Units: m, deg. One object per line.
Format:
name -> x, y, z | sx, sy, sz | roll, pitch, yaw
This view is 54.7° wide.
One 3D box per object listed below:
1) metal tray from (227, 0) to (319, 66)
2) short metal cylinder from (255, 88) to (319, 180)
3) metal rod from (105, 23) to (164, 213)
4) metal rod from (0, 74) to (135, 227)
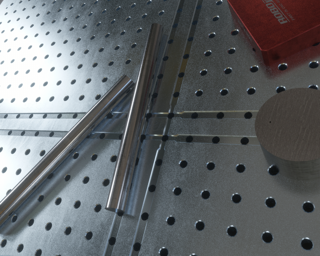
metal tray -> 0.156, -0.154, 0.417 | 0.090, 0.030, 0.130 | -25, 53, 12
short metal cylinder -> 0.142, 0.006, 0.314 | 0.080, 0.050, 0.080 | -13, 56, 20
metal rod -> -0.030, -0.032, 0.442 | 0.025, 0.025, 0.299 | -4, 60, 26
metal rod -> -0.148, 0.035, 0.462 | 0.300, 0.025, 0.025 | -47, 52, -5
